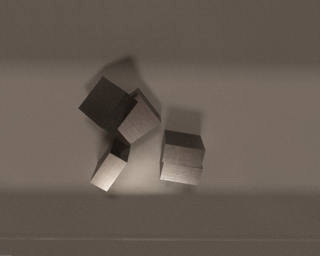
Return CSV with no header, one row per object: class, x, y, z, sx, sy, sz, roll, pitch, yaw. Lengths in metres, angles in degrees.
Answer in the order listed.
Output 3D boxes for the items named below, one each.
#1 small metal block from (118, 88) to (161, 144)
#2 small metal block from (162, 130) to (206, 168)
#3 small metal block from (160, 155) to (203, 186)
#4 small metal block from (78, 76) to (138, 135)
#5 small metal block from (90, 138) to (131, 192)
small metal block,-0.034,-0.016,0.405,0.050,0.025,0.050,-34,107,11
small metal block,0.029,0.026,0.408,0.050,0.050,0.025,10,110,-4
small metal block,0.027,0.050,0.417,0.050,0.050,0.025,10,110,-4
small metal block,-0.064,-0.028,0.378,0.050,0.050,0.025,-53,144,-2
small metal block,-0.065,0.048,0.415,0.025,0.050,0.050,32,107,-11
